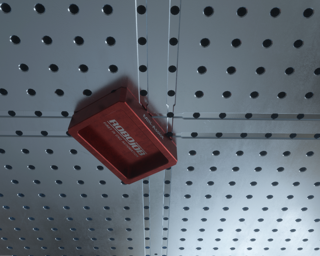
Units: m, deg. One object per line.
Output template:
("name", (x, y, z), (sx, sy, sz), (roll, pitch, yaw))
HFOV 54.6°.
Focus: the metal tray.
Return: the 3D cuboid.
("metal tray", (-0.046, 0.017, 0.421), (0.090, 0.030, 0.130), (-26, 126, 20))
